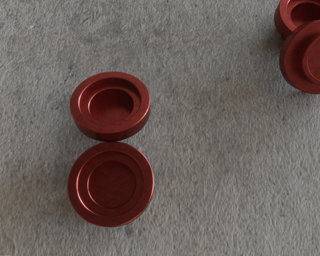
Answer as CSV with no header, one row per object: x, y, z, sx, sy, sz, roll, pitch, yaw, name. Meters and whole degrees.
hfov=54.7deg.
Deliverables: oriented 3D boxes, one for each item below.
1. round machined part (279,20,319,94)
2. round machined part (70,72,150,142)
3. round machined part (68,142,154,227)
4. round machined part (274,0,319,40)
0.215,-0.092,0.409,0.099,0.042,0.097,0,107,0,round machined part
-0.061,-0.023,0.399,0.099,0.042,0.098,0,56,0,round machined part
-0.056,0.069,0.373,0.099,0.042,0.098,0,71,-1,round machined part
0.218,-0.157,0.459,0.099,0.042,0.098,0,70,-1,round machined part
